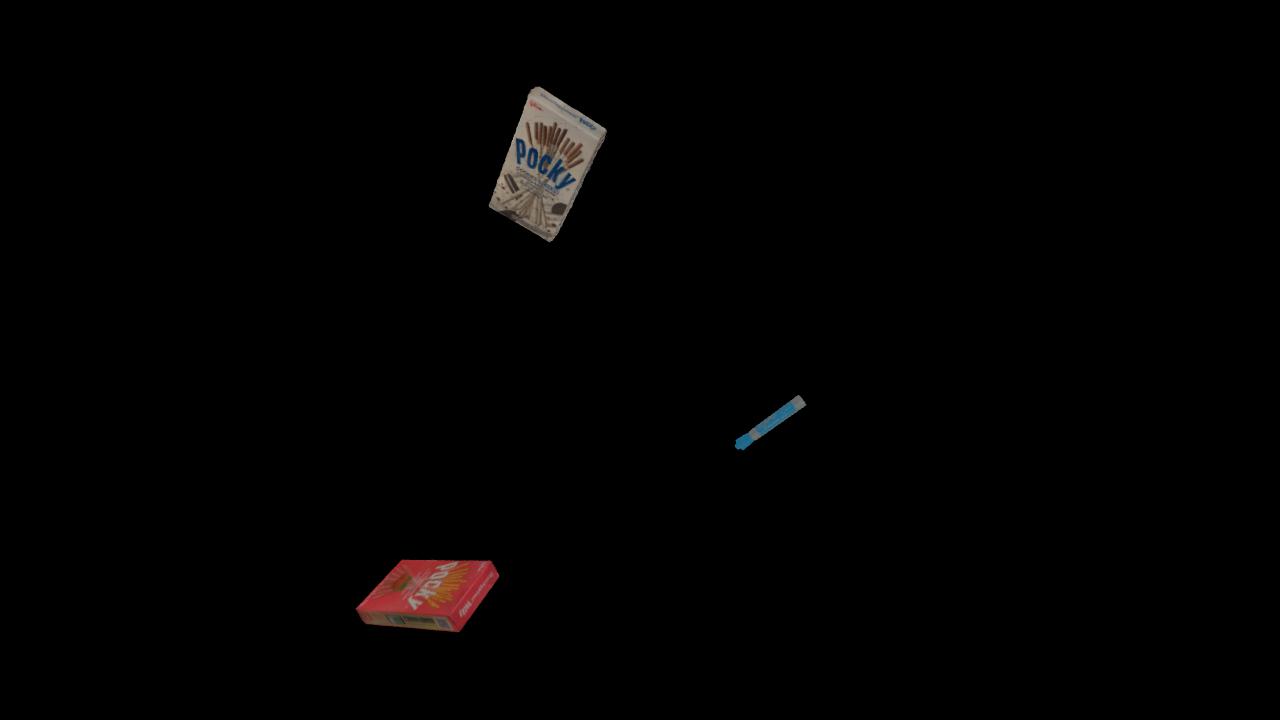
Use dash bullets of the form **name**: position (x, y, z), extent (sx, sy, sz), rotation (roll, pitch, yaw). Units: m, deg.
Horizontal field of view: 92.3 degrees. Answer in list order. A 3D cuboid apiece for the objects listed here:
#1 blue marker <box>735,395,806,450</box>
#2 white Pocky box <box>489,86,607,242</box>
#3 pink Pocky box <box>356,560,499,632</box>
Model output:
- **blue marker**: position (0.190, 0.094, 0.905), extent (0.121, 0.020, 0.020), rotation (-39, -11, 14)
- **white Pocky box**: position (-0.103, -0.204, 0.663), extent (0.084, 0.028, 0.154), rotation (30, -43, -9)
- **pink Pocky box**: position (-0.251, 0.276, 0.729), extent (0.155, 0.029, 0.084), rotation (-9, 24, 27)
